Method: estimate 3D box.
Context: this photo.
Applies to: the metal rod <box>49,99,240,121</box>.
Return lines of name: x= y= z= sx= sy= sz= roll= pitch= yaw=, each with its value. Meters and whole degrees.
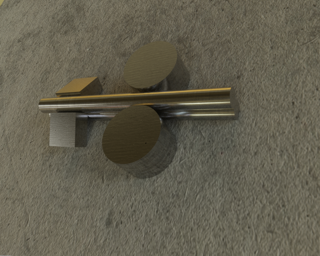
metal rod: x=-0.040 y=-0.023 z=0.441 sx=0.300 sy=0.025 sz=0.025 roll=0 pitch=62 yaw=28

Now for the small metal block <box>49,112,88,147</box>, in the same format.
small metal block: x=-0.137 y=0.003 z=0.463 sx=0.050 sy=0.025 sz=0.050 roll=1 pitch=89 yaw=28

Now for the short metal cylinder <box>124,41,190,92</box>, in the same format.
short metal cylinder: x=-0.004 y=-0.075 z=0.437 sx=0.080 sy=0.050 sz=0.080 roll=-13 pitch=56 yaw=21

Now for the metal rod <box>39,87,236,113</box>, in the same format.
metal rod: x=-0.050 y=-0.035 z=0.421 sx=0.300 sy=0.025 sz=0.025 roll=0 pitch=62 yaw=28

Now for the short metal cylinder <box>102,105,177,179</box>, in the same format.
short metal cylinder: x=-0.025 y=0.018 z=0.391 sx=0.080 sy=0.050 sz=0.080 roll=-13 pitch=56 yaw=21

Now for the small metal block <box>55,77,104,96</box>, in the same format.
small metal block: x=-0.128 y=-0.058 z=0.497 sx=0.050 sy=0.025 sz=0.050 roll=0 pitch=35 yaw=28
